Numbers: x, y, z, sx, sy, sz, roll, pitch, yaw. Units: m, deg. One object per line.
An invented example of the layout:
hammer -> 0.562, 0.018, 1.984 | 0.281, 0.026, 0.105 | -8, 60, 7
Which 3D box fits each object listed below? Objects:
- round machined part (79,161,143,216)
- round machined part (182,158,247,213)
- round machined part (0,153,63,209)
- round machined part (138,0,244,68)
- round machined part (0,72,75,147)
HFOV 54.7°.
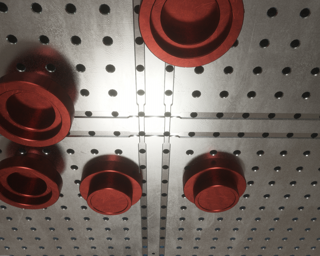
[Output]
round machined part -> -0.077, 0.100, 0.485 | 0.099, 0.042, 0.097 | -1, 130, 0
round machined part -> 0.086, 0.096, 0.483 | 0.099, 0.042, 0.097 | -1, 130, 0
round machined part -> -0.195, 0.076, 0.462 | 0.099, 0.042, 0.097 | -1, 131, 0
round machined part -> 0.029, -0.113, 0.305 | 0.099, 0.042, 0.097 | -1, 130, 0
round machined part -> -0.153, -0.026, 0.376 | 0.099, 0.042, 0.097 | -1, 130, 0
